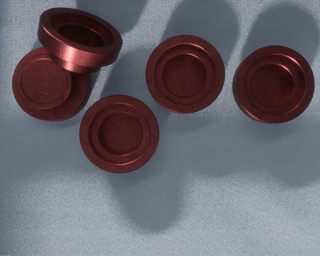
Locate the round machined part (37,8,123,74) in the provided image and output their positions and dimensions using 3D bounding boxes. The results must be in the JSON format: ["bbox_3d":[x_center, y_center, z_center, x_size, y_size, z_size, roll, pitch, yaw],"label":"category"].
[{"bbox_3d":[-0.100,-0.104,0.384,0.098,0.098,0.042,29,128,0],"label":"round machined part"}]

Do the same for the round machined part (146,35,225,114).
[{"bbox_3d":[0.031,-0.067,0.403,0.099,0.042,0.097,0,90,-1],"label":"round machined part"}]

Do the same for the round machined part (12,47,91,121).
[{"bbox_3d":[-0.143,-0.057,0.401,0.099,0.042,0.097,0,90,-1],"label":"round machined part"}]

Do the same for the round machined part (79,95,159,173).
[{"bbox_3d":[-0.050,0.007,0.402,0.099,0.042,0.097,0,90,-1],"label":"round machined part"}]

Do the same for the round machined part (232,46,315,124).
[{"bbox_3d":[0.143,-0.054,0.405,0.099,0.042,0.097,0,90,-1],"label":"round machined part"}]
